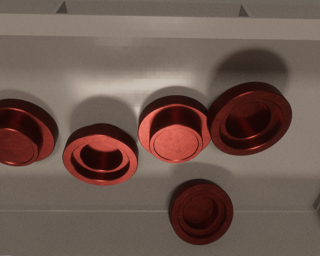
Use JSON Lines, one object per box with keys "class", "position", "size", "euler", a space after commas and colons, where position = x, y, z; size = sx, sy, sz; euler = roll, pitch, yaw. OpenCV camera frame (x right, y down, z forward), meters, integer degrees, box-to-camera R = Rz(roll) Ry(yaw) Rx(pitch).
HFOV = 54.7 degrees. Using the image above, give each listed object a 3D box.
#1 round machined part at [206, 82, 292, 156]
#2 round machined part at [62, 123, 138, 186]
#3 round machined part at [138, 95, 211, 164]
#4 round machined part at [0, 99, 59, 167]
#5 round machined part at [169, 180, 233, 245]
{"class": "round machined part", "position": [0.106, -0.015, 0.382], "size": [0.099, 0.042, 0.097], "euler": [-4, 128, -5]}
{"class": "round machined part", "position": [-0.079, 0.032, 0.424], "size": [0.099, 0.042, 0.097], "euler": [-1, 130, 0]}
{"class": "round machined part", "position": [0.020, 0.009, 0.406], "size": [0.099, 0.042, 0.097], "euler": [0, 130, 0]}
{"class": "round machined part", "position": [-0.189, 0.013, 0.406], "size": [0.099, 0.042, 0.097], "euler": [-1, 130, 0]}
{"class": "round machined part", "position": [0.062, 0.129, 0.489], "size": [0.099, 0.042, 0.097], "euler": [-1, 96, -9]}
